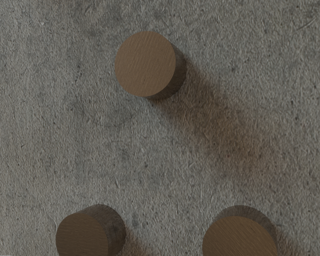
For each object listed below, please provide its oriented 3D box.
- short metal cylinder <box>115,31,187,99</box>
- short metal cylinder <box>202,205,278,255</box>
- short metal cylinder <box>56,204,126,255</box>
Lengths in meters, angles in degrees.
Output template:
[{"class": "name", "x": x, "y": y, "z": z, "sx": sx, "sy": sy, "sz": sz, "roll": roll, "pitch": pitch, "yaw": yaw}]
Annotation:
[{"class": "short metal cylinder", "x": -0.011, "y": -0.078, "z": 0.399, "sx": 0.080, "sy": 0.050, "sz": 0.080, "roll": 0, "pitch": 90, "yaw": 20}, {"class": "short metal cylinder", "x": 0.094, "y": 0.136, "z": 0.362, "sx": 0.080, "sy": 0.050, "sz": 0.080, "roll": 0, "pitch": 90, "yaw": 20}, {"class": "short metal cylinder", "x": -0.095, "y": 0.151, "z": 0.429, "sx": 0.080, "sy": 0.050, "sz": 0.080, "roll": 0, "pitch": 90, "yaw": 20}]
